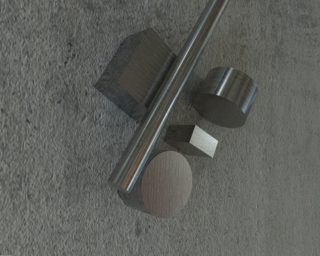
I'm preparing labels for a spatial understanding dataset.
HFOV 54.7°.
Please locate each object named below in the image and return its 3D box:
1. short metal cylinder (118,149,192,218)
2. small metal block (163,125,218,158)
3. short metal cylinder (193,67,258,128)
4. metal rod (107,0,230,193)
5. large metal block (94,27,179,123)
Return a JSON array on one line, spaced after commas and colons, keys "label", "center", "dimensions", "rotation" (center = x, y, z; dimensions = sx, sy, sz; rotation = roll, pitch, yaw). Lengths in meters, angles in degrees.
[{"label": "short metal cylinder", "center": [-0.006, 0.067, 0.386], "dimensions": [0.081, 0.050, 0.079], "rotation": [0, 90, -40]}, {"label": "small metal block", "center": [0.042, 0.018, 0.426], "dimensions": [0.050, 0.050, 0.025], "rotation": [33, 70, -36]}, {"label": "short metal cylinder", "center": [0.095, -0.043, 0.451], "dimensions": [0.080, 0.080, 0.050], "rotation": [44, 63, -32]}, {"label": "metal rod", "center": [0.024, -0.065, 0.361], "dimensions": [0.025, 0.025, 0.300], "rotation": [42, 64, -32]}, {"label": "large metal block", "center": [-0.018, -0.059, 0.375], "dimensions": [0.080, 0.050, 0.080], "rotation": [41, 65, -33]}]
